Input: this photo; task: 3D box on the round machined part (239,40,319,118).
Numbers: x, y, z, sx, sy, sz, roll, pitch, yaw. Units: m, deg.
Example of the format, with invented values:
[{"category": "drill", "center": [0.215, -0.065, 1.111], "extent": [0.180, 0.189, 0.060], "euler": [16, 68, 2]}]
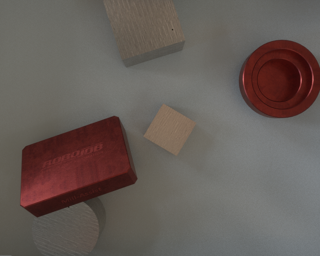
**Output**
[{"category": "round machined part", "center": [0.152, -0.061, 0.405], "extent": [0.099, 0.042, 0.097], "euler": [0, 90, -1]}]

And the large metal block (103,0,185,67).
[{"category": "large metal block", "center": [-0.020, -0.132, 0.399], "extent": [0.080, 0.050, 0.080], "euler": [-18, 90, -1]}]

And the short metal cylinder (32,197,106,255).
[{"category": "short metal cylinder", "center": [-0.114, 0.123, 0.398], "extent": [0.081, 0.050, 0.079], "euler": [0, 90, -1]}]

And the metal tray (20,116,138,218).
[{"category": "metal tray", "center": [-0.101, 0.045, 0.382], "extent": [0.131, 0.030, 0.090], "euler": [-19, 50, -1]}]

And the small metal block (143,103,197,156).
[{"category": "small metal block", "center": [0.013, 0.002, 0.412], "extent": [0.050, 0.025, 0.050], "euler": [31, 90, -1]}]
